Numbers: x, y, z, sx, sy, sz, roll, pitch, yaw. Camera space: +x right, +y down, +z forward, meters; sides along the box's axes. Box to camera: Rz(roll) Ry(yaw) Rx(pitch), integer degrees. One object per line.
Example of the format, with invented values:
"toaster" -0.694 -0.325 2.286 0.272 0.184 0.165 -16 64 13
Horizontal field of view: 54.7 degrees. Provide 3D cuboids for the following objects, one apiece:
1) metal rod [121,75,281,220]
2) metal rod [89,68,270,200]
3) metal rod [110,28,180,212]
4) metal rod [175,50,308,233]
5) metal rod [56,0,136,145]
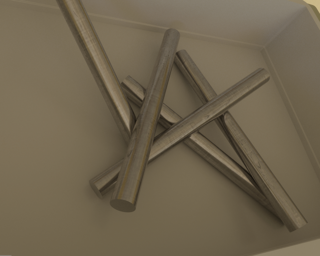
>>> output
"metal rod" 0.068 0.032 0.424 0.300 0.025 0.025 39 51 -3
"metal rod" 0.044 -0.007 0.400 0.302 0.025 0.025 -33 81 -28
"metal rod" -0.008 -0.036 0.389 0.025 0.025 0.300 26 47 -13
"metal rod" 0.101 0.003 0.438 0.025 0.025 0.299 -14 62 -34
"metal rod" -0.087 -0.110 0.346 0.025 0.025 0.299 -36 108 -38
